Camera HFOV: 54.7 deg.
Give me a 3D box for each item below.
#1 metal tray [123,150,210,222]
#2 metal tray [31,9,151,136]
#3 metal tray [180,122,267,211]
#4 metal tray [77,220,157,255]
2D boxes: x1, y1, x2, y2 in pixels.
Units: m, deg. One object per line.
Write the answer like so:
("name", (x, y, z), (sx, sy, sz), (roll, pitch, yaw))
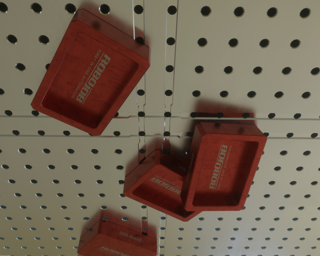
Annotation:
("metal tray", (0.020, 0.096, 0.490), (0.131, 0.030, 0.090), (30, 124, -24))
("metal tray", (-0.081, -0.056, 0.359), (0.090, 0.030, 0.129), (26, 125, -21))
("metal tray", (0.085, 0.058, 0.433), (0.091, 0.030, 0.129), (3, 118, -12))
("metal tray", (-0.082, 0.232, 0.605), (0.131, 0.030, 0.090), (28, 124, -23))
